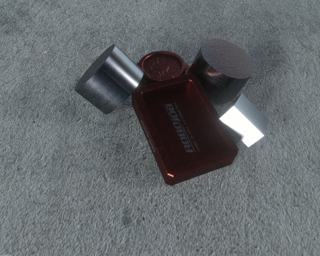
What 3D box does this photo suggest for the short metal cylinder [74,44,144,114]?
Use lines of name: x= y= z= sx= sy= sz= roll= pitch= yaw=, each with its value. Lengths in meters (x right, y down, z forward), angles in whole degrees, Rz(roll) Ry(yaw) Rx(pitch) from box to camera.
short metal cylinder: x=-0.068 y=-0.065 z=0.414 sx=0.050 sy=0.080 sz=0.080 roll=41 pitch=48 yaw=-24

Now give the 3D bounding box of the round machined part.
round machined part: x=0.003 y=-0.078 z=0.460 sx=0.099 sy=0.042 sz=0.098 roll=0 pitch=50 yaw=0

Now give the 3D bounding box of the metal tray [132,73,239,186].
metal tray: x=0.027 y=-0.003 z=0.390 sx=0.091 sy=0.030 sz=0.130 roll=-17 pitch=62 yaw=-14

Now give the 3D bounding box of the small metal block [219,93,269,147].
small metal block: x=0.108 y=-0.011 z=0.392 sx=0.050 sy=0.025 sz=0.050 roll=45 pitch=34 yaw=1

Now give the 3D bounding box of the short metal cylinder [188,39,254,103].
short metal cylinder: x=0.086 y=-0.082 z=0.445 sx=0.081 sy=0.050 sz=0.080 roll=11 pitch=50 yaw=-14
